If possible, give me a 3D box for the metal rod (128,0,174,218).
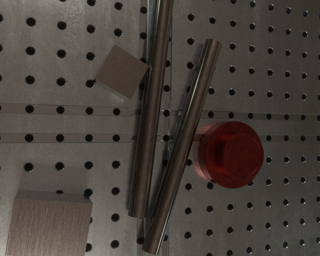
[{"bbox_3d":[-0.011,-0.034,0.409,0.025,0.025,0.298,8,87,-20],"label":"metal rod"}]

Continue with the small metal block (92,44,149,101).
[{"bbox_3d":[-0.050,-0.069,0.395,0.050,0.025,0.050,30,80,-18],"label":"small metal block"}]

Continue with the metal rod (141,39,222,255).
[{"bbox_3d":[0.032,0.021,0.425,0.025,0.025,0.299,20,83,-19],"label":"metal rod"}]

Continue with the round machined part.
[{"bbox_3d":[0.109,0.039,0.445,0.099,0.042,0.097,0,90,-20],"label":"round machined part"}]

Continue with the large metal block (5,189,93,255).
[{"bbox_3d":[-0.127,0.118,0.353,0.081,0.050,0.080,9,87,-20],"label":"large metal block"}]
